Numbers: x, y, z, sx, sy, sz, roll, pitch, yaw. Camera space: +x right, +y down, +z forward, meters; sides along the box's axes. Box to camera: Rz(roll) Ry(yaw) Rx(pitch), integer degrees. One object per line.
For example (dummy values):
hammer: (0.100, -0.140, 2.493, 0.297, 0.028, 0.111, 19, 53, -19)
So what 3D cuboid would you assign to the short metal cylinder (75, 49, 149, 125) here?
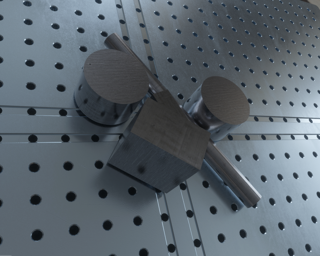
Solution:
short metal cylinder: (-0.060, -0.051, 0.386, 0.081, 0.050, 0.080, 14, 56, -21)

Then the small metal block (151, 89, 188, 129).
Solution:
small metal block: (0.003, -0.013, 0.396, 0.025, 0.050, 0.050, -23, 75, -36)

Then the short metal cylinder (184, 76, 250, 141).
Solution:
short metal cylinder: (0.081, -0.028, 0.448, 0.081, 0.050, 0.080, 14, 56, -21)

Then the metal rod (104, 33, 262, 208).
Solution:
metal rod: (0.027, -0.015, 0.427, 0.300, 0.025, 0.025, 49, 51, 6)

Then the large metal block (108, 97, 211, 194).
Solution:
large metal block: (-0.002, 0.023, 0.352, 0.080, 0.080, 0.050, 30, 53, -9)
